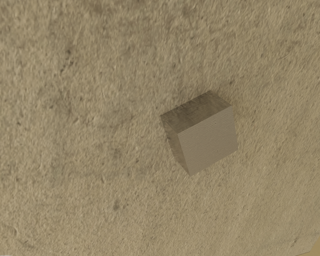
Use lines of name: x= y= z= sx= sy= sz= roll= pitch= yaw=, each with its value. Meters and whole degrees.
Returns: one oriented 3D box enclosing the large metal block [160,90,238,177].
large metal block: x=0.056 y=0.007 z=0.428 sx=0.080 sy=0.050 sz=0.080 roll=-28 pitch=128 yaw=-11
